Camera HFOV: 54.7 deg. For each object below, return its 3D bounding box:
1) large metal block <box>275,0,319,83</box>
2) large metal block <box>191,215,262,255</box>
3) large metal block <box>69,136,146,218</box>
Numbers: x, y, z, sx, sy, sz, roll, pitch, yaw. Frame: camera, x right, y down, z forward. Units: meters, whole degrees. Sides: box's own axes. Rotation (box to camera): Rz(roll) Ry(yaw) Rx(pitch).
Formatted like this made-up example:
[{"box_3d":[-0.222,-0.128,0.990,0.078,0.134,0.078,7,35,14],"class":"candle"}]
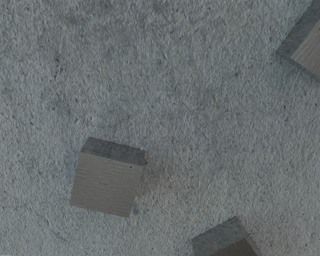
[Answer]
[{"box_3d":[0.200,-0.098,0.362,0.080,0.050,0.080,30,107,-11],"class":"large metal block"},{"box_3d":[0.105,0.194,0.469,0.080,0.050,0.080,-32,107,11],"class":"large metal block"},{"box_3d":[-0.070,0.066,0.420,0.080,0.050,0.079,14,110,-6],"class":"large metal block"}]
